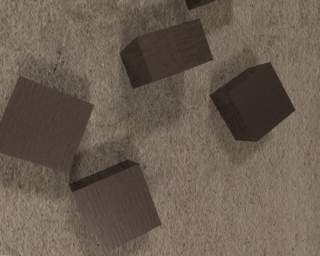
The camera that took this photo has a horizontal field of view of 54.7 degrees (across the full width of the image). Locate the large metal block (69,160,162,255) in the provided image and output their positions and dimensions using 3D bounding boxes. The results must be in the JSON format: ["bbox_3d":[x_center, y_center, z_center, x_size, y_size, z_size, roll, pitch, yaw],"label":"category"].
[{"bbox_3d":[-0.055,0.093,0.376,0.081,0.050,0.080,-22,98,-19],"label":"large metal block"}]

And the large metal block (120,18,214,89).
[{"bbox_3d":[0.005,-0.089,0.382,0.081,0.080,0.050,-22,98,-19],"label":"large metal block"}]

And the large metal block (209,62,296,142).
[{"bbox_3d":[0.133,-0.036,0.447,0.080,0.050,0.080,-36,102,-17],"label":"large metal block"}]

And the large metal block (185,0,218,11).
[{"bbox_3d":[0.068,-0.219,0.422,0.081,0.050,0.080,-27,99,-18],"label":"large metal block"}]

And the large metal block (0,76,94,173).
[{"bbox_3d":[-0.130,-0.002,0.348,0.080,0.050,0.080,22,83,-19],"label":"large metal block"}]
